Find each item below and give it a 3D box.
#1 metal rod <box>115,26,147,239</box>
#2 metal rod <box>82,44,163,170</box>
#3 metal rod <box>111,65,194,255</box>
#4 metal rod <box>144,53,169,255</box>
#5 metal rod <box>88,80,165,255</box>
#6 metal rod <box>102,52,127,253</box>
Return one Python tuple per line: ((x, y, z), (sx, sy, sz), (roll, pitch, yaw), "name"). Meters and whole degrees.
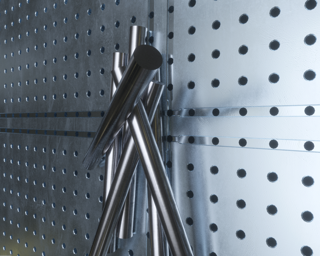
((-0.041, 0.008, 0.444), (0.025, 0.025, 0.298), (7, 95, 40), "metal rod")
((-0.062, 0.000, 0.381), (0.299, 0.025, 0.025), (-48, 58, 59), "metal rod")
((0.001, 0.072, 0.369), (0.025, 0.025, 0.299), (-18, 91, 39), "metal rod")
((-0.006, 0.046, 0.415), (0.025, 0.025, 0.298), (-5, 87, 40), "metal rod")
((-0.053, 0.078, 0.420), (0.025, 0.025, 0.298), (31, 109, 36), "metal rod")
((-0.069, 0.039, 0.467), (0.025, 0.025, 0.298), (8, 95, 40), "metal rod")
